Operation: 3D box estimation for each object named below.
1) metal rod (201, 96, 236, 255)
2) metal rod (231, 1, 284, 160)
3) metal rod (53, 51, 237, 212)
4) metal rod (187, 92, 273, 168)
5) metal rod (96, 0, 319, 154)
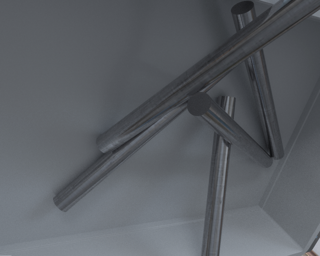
[{"bbox_3d":[0.077,0.105,0.430,0.025,0.025,0.298,8,87,-32],"label":"metal rod"},{"bbox_3d":[0.149,-0.043,0.445,0.025,0.025,0.300,-37,135,-4],"label":"metal rod"},{"bbox_3d":[-0.014,0.001,0.401,0.300,0.025,0.025,-40,129,-1],"label":"metal rod"},{"bbox_3d":[0.112,0.018,0.424,0.025,0.025,0.301,-50,146,7],"label":"metal rod"},{"bbox_3d":[0.036,-0.049,0.306,0.025,0.025,0.299,27,133,-38],"label":"metal rod"}]
